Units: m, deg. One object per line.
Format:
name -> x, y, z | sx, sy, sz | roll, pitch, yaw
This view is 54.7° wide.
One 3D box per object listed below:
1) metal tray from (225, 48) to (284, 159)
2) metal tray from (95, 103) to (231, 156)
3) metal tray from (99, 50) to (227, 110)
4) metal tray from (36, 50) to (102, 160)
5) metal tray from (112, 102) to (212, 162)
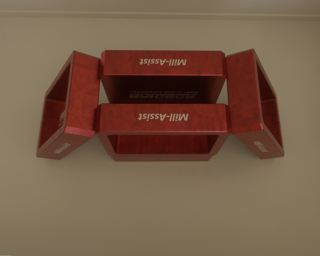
metal tray -> 0.114, -0.021, 0.362 | 0.030, 0.130, 0.090 | -11, 68, 28
metal tray -> 0.003, 0.005, 0.340 | 0.131, 0.090, 0.030 | 0, 70, -1
metal tray -> 0.003, -0.052, 0.360 | 0.131, 0.090, 0.030 | 0, 70, 0
metal tray -> -0.109, -0.019, 0.360 | 0.030, 0.130, 0.090 | 12, 68, -30
metal tray -> 0.002, -0.003, 0.407 | 0.131, 0.030, 0.090 | 0, 70, -1
